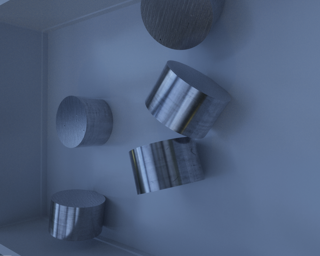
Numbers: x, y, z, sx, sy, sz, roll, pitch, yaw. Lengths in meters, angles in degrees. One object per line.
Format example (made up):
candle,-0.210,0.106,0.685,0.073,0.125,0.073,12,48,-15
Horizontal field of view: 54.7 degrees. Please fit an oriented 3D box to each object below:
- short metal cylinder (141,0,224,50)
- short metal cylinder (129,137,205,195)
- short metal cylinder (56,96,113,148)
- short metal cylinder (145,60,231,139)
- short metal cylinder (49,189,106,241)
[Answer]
short metal cylinder,0.026,-0.135,0.344,0.080,0.050,0.079,14,133,16
short metal cylinder,0.008,0.045,0.365,0.080,0.081,0.050,-21,77,38
short metal cylinder,-0.120,-0.010,0.490,0.080,0.050,0.080,0,90,40
short metal cylinder,0.031,-0.033,0.346,0.080,0.081,0.050,46,118,30
short metal cylinder,-0.127,0.131,0.476,0.080,0.081,0.050,12,98,39
